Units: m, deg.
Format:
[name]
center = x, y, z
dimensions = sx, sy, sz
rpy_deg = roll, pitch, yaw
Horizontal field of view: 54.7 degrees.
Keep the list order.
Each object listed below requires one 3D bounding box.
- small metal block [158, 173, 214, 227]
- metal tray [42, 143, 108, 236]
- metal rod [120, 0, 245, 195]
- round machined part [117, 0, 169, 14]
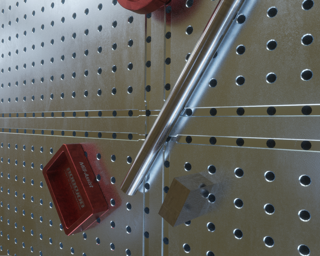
[small metal block]
center = 0.031, 0.083, 0.366
dimensions = 0.025, 0.050, 0.050
rpy_deg = 34, 111, 34
[metal tray]
center = -0.147, 0.102, 0.524
dimensions = 0.090, 0.030, 0.130
rpy_deg = -44, 64, 31
[metal rod]
center = 0.021, -0.034, 0.389
dimensions = 0.025, 0.025, 0.298
rpy_deg = 42, 115, 31
[round machined part]
center = -0.013, -0.199, 0.408
dimensions = 0.098, 0.042, 0.097
rpy_deg = 0, 90, 39
